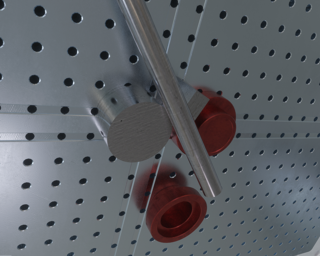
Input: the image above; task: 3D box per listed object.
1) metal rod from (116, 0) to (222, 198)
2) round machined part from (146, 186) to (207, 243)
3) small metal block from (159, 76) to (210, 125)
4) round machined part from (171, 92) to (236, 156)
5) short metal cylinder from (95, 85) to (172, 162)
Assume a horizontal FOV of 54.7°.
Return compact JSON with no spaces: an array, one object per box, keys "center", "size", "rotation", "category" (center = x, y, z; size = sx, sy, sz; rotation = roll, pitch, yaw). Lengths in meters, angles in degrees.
[{"center":[0.009,-0.044,0.338],"size":[0.025,0.025,0.299],"rotation":[-29,113,-10],"category":"metal rod"},{"center":[0.022,0.132,0.494],"size":[0.099,0.042,0.097],"rotation":[-14,124,-21],"category":"round machined part"},{"center":[0.027,-0.031,0.391],"size":[0.025,0.050,0.050],"rotation":[26,104,-38],"category":"small metal block"},{"center":[0.068,0.001,0.438],"size":[0.099,0.042,0.097],"rotation":[-14,124,-21],"category":"round machined part"},{"center":[-0.032,-0.005,0.374],"size":[0.081,0.050,0.079],"rotation":[-14,125,-21],"category":"short metal cylinder"}]
